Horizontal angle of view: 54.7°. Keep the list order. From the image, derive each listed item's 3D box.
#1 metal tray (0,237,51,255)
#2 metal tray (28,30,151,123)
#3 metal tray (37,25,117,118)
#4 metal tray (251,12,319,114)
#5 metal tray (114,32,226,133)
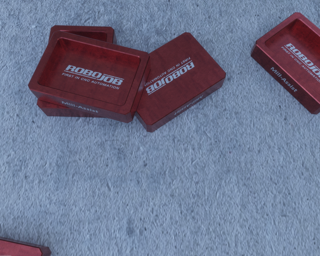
[{"bbox_3d":[-0.185,0.189,0.335,0.090,0.030,0.130,11,70,4],"label":"metal tray"},{"bbox_3d":[-0.086,-0.066,0.396,0.131,0.030,0.090,15,71,5],"label":"metal tray"},{"bbox_3d":[-0.112,-0.081,0.433,0.091,0.030,0.130,2,70,0],"label":"metal tray"},{"bbox_3d":[0.208,-0.094,0.441,0.090,0.030,0.130,-37,74,-13],"label":"metal tray"},{"bbox_3d":[0.013,-0.065,0.429,0.131,0.030,0.090,-33,74,-12],"label":"metal tray"}]
